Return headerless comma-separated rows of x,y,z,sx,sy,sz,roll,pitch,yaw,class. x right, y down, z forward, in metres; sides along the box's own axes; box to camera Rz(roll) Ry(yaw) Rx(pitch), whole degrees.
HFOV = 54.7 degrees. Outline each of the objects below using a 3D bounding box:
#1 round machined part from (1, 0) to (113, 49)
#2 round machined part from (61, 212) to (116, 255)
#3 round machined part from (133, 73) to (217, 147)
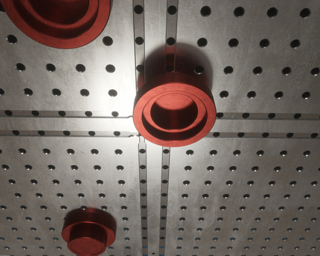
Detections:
-0.093,-0.128,0.290,0.099,0.042,0.097,0,131,0,round machined part
-0.131,0.201,0.570,0.099,0.042,0.097,-1,130,0,round machined part
0.017,-0.025,0.379,0.099,0.042,0.097,-1,130,0,round machined part
